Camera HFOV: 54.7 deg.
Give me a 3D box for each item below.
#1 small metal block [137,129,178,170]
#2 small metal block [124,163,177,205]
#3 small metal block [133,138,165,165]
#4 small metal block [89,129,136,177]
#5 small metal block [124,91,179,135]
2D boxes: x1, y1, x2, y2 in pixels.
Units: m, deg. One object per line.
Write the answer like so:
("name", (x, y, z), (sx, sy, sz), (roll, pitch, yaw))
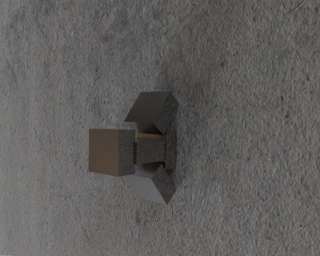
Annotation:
("small metal block", (-0.004, 0.026, 0.409), (0.050, 0.025, 0.050), (3, 92, 39))
("small metal block", (-0.014, 0.069, 0.400), (0.050, 0.025, 0.050), (3, 133, 39))
("small metal block", (-0.029, 0.027, 0.379), (0.050, 0.050, 0.025), (3, 92, 39))
("small metal block", (-0.055, 0.026, 0.352), (0.050, 0.025, 0.050), (1, 91, 39))
("small metal block", (-0.011, -0.020, 0.398), (0.050, 0.025, 0.050), (4, 56, 40))
